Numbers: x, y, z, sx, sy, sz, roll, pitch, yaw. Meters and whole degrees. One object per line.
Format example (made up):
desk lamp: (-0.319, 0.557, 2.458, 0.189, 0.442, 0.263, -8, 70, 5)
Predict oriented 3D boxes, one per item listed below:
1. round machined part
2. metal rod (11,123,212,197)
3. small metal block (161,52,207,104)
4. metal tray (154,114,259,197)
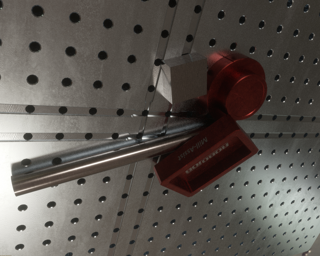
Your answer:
round machined part: (0.108, -0.050, 0.431, 0.099, 0.042, 0.097, -14, 125, -21)
metal rod: (-0.033, 0.033, 0.414, 0.302, 0.025, 0.025, -14, 125, -21)
small metal block: (0.031, -0.063, 0.391, 0.050, 0.025, 0.050, -18, 126, -19)
metal tray: (0.067, 0.045, 0.445, 0.130, 0.030, 0.090, -37, 142, 14)
